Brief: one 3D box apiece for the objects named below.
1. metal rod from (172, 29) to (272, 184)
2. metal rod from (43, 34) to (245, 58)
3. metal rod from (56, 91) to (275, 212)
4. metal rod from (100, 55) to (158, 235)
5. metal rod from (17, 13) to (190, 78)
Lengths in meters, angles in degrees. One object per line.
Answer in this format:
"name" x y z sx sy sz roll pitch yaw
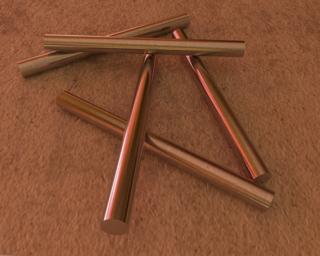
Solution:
"metal rod" 0.075 -0.052 0.447 0.025 0.025 0.300 -12 51 -11
"metal rod" -0.024 -0.126 0.474 0.302 0.025 0.025 2 50 1
"metal rod" -0.008 0.020 0.386 0.301 0.025 0.025 25 54 19
"metal rod" -0.027 -0.011 0.379 0.025 0.025 0.300 4 40 3
"metal rod" -0.083 -0.145 0.523 0.302 0.025 0.025 -23 54 -19
